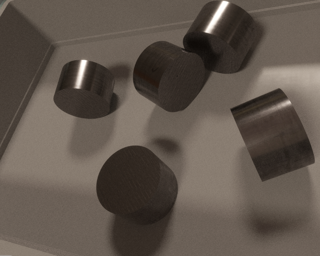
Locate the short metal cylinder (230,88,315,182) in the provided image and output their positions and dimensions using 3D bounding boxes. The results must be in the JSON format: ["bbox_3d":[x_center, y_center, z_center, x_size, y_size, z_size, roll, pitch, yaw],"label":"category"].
[{"bbox_3d":[0.110,0.007,0.308,0.050,0.080,0.080,-24,53,14],"label":"short metal cylinder"}]

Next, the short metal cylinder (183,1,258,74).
[{"bbox_3d":[0.077,-0.115,0.400,0.080,0.080,0.050,20,73,35],"label":"short metal cylinder"}]

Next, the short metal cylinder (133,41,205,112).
[{"bbox_3d":[0.012,-0.067,0.404,0.050,0.080,0.080,35,81,38],"label":"short metal cylinder"}]

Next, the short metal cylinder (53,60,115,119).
[{"bbox_3d":[-0.111,-0.055,0.461,0.080,0.080,0.050,-9,58,23],"label":"short metal cylinder"}]

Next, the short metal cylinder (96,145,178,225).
[{"bbox_3d":[-0.026,0.067,0.361,0.080,0.050,0.080,-13,56,20],"label":"short metal cylinder"}]
